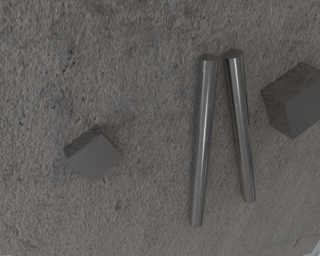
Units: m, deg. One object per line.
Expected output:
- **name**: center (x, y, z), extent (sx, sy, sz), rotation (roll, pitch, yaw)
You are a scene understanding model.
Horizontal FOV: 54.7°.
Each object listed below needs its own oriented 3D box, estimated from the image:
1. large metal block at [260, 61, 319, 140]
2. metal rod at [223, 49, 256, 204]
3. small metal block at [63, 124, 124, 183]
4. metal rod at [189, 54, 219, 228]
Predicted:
- **large metal block**: center (0.213, -0.042, 0.481), extent (0.080, 0.050, 0.080), rotation (-36, 129, -5)
- **metal rod**: center (0.131, 0.018, 0.489), extent (0.025, 0.025, 0.299), rotation (-27, 128, -12)
- **small metal block**: center (-0.081, 0.032, 0.382), extent (0.050, 0.025, 0.050), rotation (-37, 129, -3)
- **metal rod**: center (0.062, 0.039, 0.464), extent (0.025, 0.025, 0.298), rotation (-14, 124, -21)
